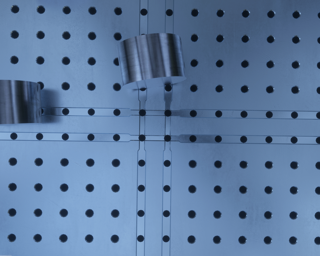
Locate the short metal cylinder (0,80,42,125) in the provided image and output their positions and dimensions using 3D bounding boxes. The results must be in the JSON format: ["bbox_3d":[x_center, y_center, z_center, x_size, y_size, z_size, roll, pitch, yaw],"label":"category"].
[{"bbox_3d":[-0.190,-0.029,0.383,0.081,0.080,0.050,-3,90,-1],"label":"short metal cylinder"}]

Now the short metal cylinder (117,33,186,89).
[{"bbox_3d":[-0.010,-0.081,0.386,0.081,0.080,0.050,-8,90,0],"label":"short metal cylinder"}]
